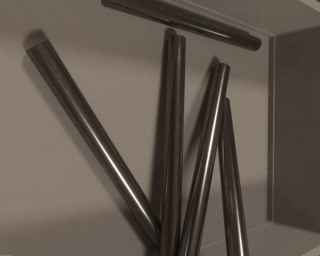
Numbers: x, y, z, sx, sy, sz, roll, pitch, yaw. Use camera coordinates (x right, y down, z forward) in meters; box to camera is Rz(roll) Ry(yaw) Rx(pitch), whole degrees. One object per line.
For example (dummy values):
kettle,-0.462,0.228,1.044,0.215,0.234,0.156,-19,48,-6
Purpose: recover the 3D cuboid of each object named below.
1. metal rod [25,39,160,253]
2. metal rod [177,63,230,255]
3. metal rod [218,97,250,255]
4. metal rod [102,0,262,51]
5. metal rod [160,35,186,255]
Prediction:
metal rod,-0.056,0.040,0.361,0.025,0.025,0.299,-43,116,-32
metal rod,0.065,0.034,0.427,0.025,0.025,0.300,35,57,-35
metal rod,0.093,0.077,0.404,0.025,0.025,0.300,35,42,-35
metal rod,0.054,-0.151,0.454,0.302,0.025,0.025,1,90,-40
metal rod,0.018,0.024,0.404,0.025,0.025,0.298,10,78,-40
